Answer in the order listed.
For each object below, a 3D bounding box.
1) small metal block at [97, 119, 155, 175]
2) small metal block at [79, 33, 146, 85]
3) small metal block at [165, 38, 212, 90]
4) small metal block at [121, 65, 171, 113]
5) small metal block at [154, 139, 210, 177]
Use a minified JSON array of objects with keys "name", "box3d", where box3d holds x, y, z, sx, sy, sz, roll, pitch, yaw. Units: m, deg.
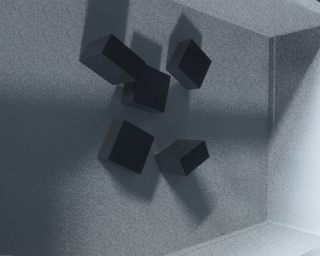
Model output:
[{"name":"small metal block","box3d":[-0.040,0.023,0.375,0.050,0.025,0.050,32,70,-36]},{"name":"small metal block","box3d":[-0.054,-0.074,0.347,0.050,0.050,0.025,35,68,-35]},{"name":"small metal block","box3d":[0.042,-0.090,0.444,0.050,0.025,0.050,38,66,-34]},{"name":"small metal block","box3d":[-0.017,-0.049,0.394,0.050,0.025,0.050,17,79,-39]},{"name":"small metal block","box3d":[0.030,0.038,0.417,0.050,0.050,0.025,-33,111,-35]}]
